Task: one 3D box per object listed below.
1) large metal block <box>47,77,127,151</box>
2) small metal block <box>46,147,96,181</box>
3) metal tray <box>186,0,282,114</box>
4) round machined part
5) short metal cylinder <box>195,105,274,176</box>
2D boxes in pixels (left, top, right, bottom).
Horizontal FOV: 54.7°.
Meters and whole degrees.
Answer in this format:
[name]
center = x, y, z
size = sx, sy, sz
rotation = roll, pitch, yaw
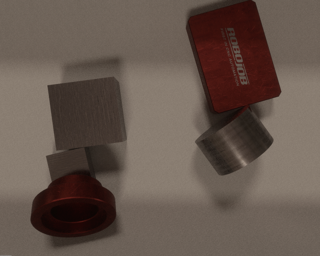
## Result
[large metal block]
center = -0.090, -0.018, 0.398
size = 0.081, 0.050, 0.080
rotation = -8, 90, -1
[small metal block]
center = -0.116, 0.054, 0.410
size = 0.050, 0.025, 0.050
rotation = -13, 90, -1
[metal tray]
center = 0.096, -0.091, 0.410
size = 0.091, 0.030, 0.129
rotation = -16, 90, -1
[round machined part]
center = -0.105, 0.094, 0.384
size = 0.099, 0.098, 0.042
rotation = -13, 48, 0
[short metal cylinder]
center = 0.091, 0.015, 0.385
size = 0.080, 0.080, 0.050
rotation = -36, 90, 0
